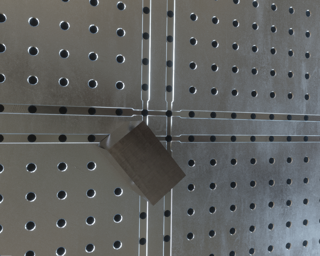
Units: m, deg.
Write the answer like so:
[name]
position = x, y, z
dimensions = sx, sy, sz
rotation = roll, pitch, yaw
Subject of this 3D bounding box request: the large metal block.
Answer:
[large metal block]
position = -0.026, 0.038, 0.374
dimensions = 0.050, 0.080, 0.080
rotation = -41, 103, -15
